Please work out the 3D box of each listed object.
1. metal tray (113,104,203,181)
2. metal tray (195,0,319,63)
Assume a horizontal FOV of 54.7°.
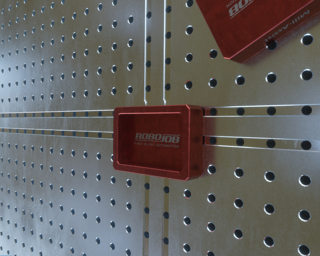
[{"bbox_3d":[-0.007,0.016,0.409,0.130,0.030,0.089,1,91,39],"label":"metal tray"},{"bbox_3d":[0.108,-0.139,0.316,0.130,0.030,0.090,-33,70,34],"label":"metal tray"}]
